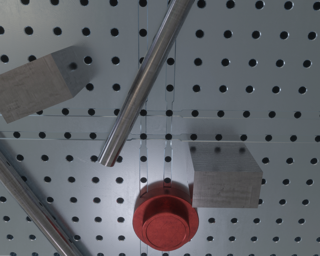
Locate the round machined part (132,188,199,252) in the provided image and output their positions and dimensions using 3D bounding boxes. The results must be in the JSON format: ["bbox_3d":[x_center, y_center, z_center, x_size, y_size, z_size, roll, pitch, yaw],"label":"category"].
[{"bbox_3d":[0.009,0.141,0.456,0.099,0.042,0.097,0,110,0],"label":"round machined part"}]

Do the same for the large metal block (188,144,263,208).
[{"bbox_3d":[0.080,0.060,0.407,0.081,0.080,0.050,1,110,-1],"label":"large metal block"}]

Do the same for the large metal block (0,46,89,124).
[{"bbox_3d":[-0.139,-0.054,0.363,0.080,0.080,0.050,-20,109,7],"label":"large metal block"}]

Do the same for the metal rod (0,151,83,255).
[{"bbox_3d":[-0.186,0.117,0.454,0.025,0.025,0.299,-27,108,9],"label":"metal rod"}]

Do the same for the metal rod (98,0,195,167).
[{"bbox_3d":[-0.009,-0.079,0.384,0.025,0.025,0.298,25,108,-9],"label":"metal rod"}]
